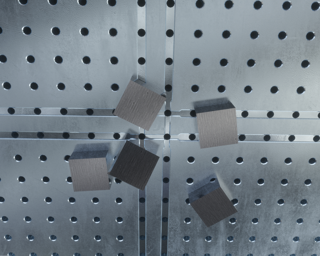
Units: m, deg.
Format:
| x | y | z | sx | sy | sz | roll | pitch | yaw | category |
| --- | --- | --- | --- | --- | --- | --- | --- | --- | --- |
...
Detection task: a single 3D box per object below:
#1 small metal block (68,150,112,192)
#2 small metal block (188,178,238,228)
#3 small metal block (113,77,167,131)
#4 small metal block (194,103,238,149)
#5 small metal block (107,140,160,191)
| x | y | z | sx | sy | sz | roll | pitch | yaw | category |
| --- | --- | --- | --- | --- | --- | --- | --- | --- | --- |
| -0.096 | 0.060 | 0.434 | 0.050 | 0.025 | 0.050 | -3 | 110 | 1 | small metal block |
| 0.077 | 0.110 | 0.455 | 0.050 | 0.025 | 0.050 | -32 | 107 | 11 | small metal block |
| -0.026 | -0.032 | 0.401 | 0.050 | 0.025 | 0.050 | 26 | 108 | -10 | small metal block |
| 0.075 | -0.003 | 0.413 | 0.050 | 0.025 | 0.050 | -8 | 110 | 2 | small metal block |
| -0.036 | 0.051 | 0.420 | 0.050 | 0.025 | 0.050 | 29 | 76 | -11 | small metal block |
